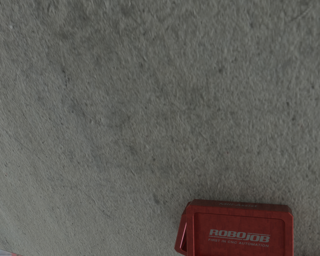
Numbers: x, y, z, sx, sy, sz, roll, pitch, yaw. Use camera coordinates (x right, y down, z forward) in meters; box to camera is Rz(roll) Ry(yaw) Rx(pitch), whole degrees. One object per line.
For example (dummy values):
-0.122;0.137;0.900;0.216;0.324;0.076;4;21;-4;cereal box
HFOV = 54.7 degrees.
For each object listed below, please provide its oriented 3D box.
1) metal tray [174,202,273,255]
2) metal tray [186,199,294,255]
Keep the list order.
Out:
0.092;0.172;0.460;0.130;0.030;0.089;19;126;16;metal tray
0.102;0.144;0.403;0.130;0.030;0.089;0;93;18;metal tray
